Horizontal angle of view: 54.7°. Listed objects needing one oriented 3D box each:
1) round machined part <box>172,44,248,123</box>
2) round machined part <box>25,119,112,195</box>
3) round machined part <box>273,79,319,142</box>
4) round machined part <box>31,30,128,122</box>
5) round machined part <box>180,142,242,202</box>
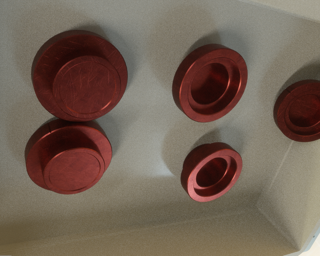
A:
[{"bbox_3d":[0.059,-0.059,0.395,0.099,0.042,0.097,-14,125,-21],"label":"round machined part"},{"bbox_3d":[-0.103,0.039,0.362,0.099,0.042,0.097,-15,129,-19],"label":"round machined part"},{"bbox_3d":[0.229,-0.030,0.491,0.099,0.042,0.097,0,113,1],"label":"round machined part"},{"bbox_3d":[-0.080,-0.049,0.325,0.099,0.042,0.097,-14,124,-21],"label":"round machined part"},{"bbox_3d":[0.075,0.063,0.480,0.099,0.042,0.097,-14,125,-21],"label":"round machined part"}]
